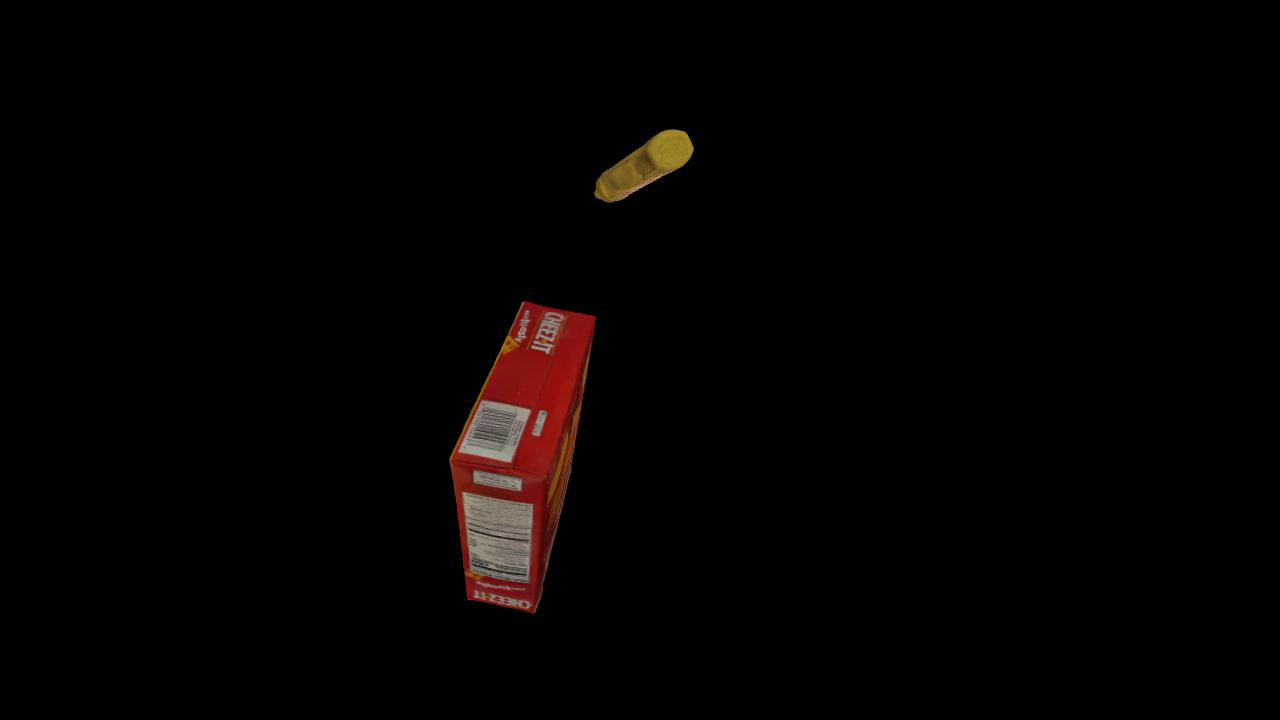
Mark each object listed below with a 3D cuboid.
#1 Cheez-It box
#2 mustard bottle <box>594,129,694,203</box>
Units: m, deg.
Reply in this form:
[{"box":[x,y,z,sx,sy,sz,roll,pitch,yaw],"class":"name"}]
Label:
[{"box":[-0.095,0.088,0.520,0.071,0.166,0.223,13,-45,-1],"class":"Cheez-It box"},{"box":[-0.011,-0.275,0.906,0.184,0.054,0.092,-12,26,52],"class":"mustard bottle"}]
